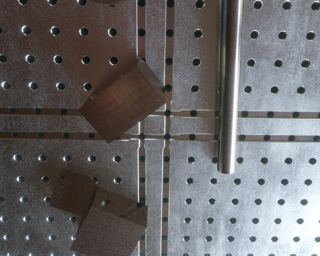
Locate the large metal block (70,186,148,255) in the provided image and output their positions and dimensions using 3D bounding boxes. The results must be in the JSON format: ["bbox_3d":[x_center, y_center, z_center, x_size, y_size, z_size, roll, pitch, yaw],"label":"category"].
[{"bbox_3d":[-0.072,0.145,0.453,0.080,0.050,0.080,25,108,-9],"label":"large metal block"}]

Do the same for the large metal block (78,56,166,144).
[{"bbox_3d":[-0.041,-0.037,0.370,0.080,0.080,0.050,-35,107,12],"label":"large metal block"}]

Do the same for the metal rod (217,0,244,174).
[{"bbox_3d":[0.087,-0.081,0.384,0.025,0.025,0.298,-2,110,0],"label":"metal rod"}]

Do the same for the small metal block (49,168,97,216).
[{"bbox_3d":[-0.125,0.093,0.446,0.050,0.025,0.050,20,109,-8],"label":"small metal block"}]

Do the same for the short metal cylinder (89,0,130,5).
[{"bbox_3d":[-0.056,-0.176,0.334,0.081,0.050,0.079,0,110,-1],"label":"short metal cylinder"}]
